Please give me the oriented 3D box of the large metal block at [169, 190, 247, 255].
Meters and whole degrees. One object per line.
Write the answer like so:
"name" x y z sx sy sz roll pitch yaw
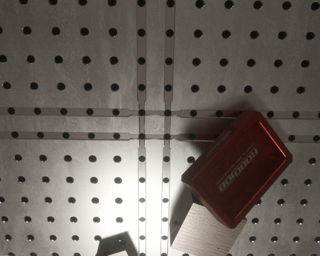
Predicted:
"large metal block" 0.067 0.139 0.452 0.080 0.050 0.079 20 109 -8

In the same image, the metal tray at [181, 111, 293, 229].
"metal tray" 0.102 0.052 0.402 0.130 0.030 0.090 -45 106 -13

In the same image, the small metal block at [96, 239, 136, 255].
"small metal block" -0.067 0.211 0.490 0.050 0.025 0.050 -19 109 6
